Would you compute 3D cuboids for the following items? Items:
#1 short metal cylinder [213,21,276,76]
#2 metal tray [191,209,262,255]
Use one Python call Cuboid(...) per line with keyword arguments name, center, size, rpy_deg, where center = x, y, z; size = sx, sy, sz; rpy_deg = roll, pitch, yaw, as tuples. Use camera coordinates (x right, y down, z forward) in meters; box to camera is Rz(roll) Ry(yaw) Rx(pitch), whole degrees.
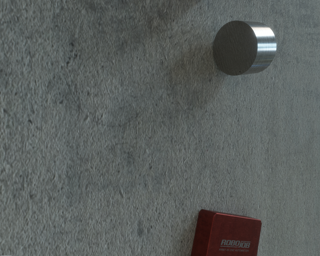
Cuboid(name="short metal cylinder", center=(0.129, -0.123, 0.477), size=(0.050, 0.080, 0.079), rpy_deg=(-13, 99, -39))
Cuboid(name="metal tray", center=(0.108, 0.183, 0.493), size=(0.131, 0.030, 0.090), rpy_deg=(20, 77, -38))
